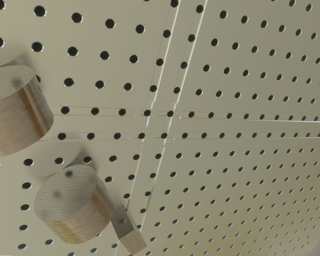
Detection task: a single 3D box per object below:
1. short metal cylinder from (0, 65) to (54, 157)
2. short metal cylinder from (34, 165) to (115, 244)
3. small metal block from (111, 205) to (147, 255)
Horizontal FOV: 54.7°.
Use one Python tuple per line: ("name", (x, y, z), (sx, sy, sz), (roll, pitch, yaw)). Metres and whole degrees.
("short metal cylinder", (-0.147, -0.017, 0.285), (0.081, 0.080, 0.050), (-22, 127, -15))
("short metal cylinder", (-0.102, 0.091, 0.376), (0.080, 0.080, 0.050), (-30, 129, -9))
("small metal block", (-0.048, 0.153, 0.464), (0.025, 0.050, 0.050), (-31, 129, -8))
